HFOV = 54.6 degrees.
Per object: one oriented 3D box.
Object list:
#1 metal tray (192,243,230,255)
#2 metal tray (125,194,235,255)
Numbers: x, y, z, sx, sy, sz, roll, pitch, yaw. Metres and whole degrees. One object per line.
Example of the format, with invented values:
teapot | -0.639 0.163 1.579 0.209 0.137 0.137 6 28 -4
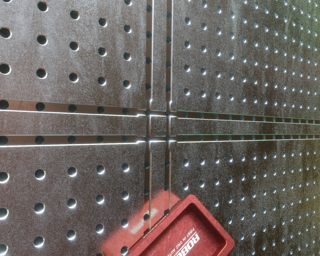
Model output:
metal tray | 0.057 0.239 0.452 0.091 0.030 0.129 12 82 -39
metal tray | 0.025 0.160 0.398 0.131 0.030 0.090 -36 81 -34
